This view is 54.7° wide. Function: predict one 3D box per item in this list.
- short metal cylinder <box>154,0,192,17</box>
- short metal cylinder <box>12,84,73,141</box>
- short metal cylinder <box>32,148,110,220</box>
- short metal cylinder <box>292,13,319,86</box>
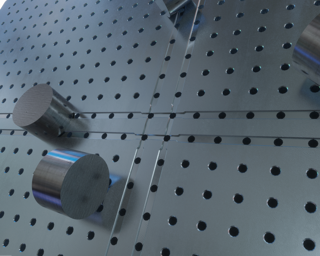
[{"bbox_3d":[0.013,-0.231,0.508,0.050,0.080,0.080,-36,51,4],"label":"short metal cylinder"},{"bbox_3d":[-0.191,-0.026,0.509,0.080,0.050,0.080,-13,56,21],"label":"short metal cylinder"},{"bbox_3d":[-0.110,0.068,0.389,0.050,0.080,0.080,8,66,32],"label":"short metal cylinder"},{"bbox_3d":[0.189,-0.081,0.323,0.080,0.080,0.050,-38,51,3],"label":"short metal cylinder"}]
